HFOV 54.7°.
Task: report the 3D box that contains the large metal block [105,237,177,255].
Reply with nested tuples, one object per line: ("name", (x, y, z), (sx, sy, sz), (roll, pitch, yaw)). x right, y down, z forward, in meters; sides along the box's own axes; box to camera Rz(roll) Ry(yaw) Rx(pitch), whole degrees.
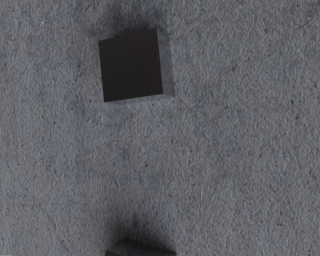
("large metal block", (-0.029, 0.201, 0.406), (0.080, 0.050, 0.079), (11, 94, 19))

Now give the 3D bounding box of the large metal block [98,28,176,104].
("large metal block", (-0.029, -0.076, 0.406), (0.080, 0.050, 0.080), (-6, 88, 20))
